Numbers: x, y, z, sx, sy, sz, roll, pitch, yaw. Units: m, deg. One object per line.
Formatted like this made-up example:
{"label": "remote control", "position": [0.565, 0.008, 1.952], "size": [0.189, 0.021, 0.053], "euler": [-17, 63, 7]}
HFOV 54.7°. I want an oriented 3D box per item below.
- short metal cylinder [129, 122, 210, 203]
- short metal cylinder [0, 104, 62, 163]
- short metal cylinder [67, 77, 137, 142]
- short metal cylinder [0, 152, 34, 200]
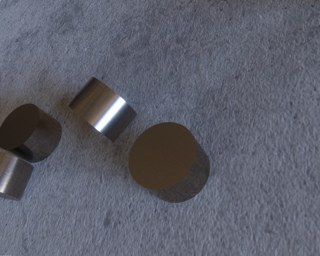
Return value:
{"label": "short metal cylinder", "position": [0.011, 0.040, 0.356], "size": [0.080, 0.050, 0.080], "euler": [-13, 56, 20]}
{"label": "short metal cylinder", "position": [-0.204, 0.008, 0.487], "size": [0.080, 0.050, 0.080], "euler": [-13, 56, 20]}
{"label": "short metal cylinder", "position": [-0.078, -0.024, 0.423], "size": [0.080, 0.080, 0.050], "euler": [34, 81, 38]}
{"label": "short metal cylinder", "position": [-0.232, 0.068, 0.446], "size": [0.080, 0.080, 0.050], "euler": [1, 62, 28]}
